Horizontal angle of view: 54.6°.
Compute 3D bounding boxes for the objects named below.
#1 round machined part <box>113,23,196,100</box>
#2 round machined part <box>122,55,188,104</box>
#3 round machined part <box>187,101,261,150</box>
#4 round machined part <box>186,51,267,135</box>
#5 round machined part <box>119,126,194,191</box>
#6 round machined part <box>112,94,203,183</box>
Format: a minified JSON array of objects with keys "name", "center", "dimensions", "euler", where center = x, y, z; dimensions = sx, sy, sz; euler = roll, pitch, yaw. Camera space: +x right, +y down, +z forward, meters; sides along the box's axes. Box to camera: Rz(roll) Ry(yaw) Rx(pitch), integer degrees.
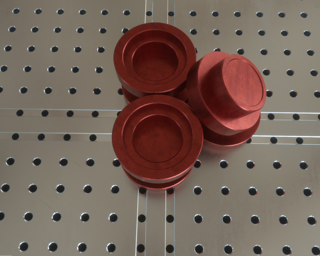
[{"name":"round machined part","center":[-0.006,-0.078,0.386],"dimensions":[0.099,0.042,0.098],"euler":[0,70,0]},{"name":"round machined part","center":[-0.004,-0.064,0.427],"dimensions":[0.099,0.042,0.098],"euler":[0,70,0]},{"name":"round machined part","center":[0.085,-0.023,0.412],"dimensions":[0.099,0.042,0.098],"euler":[0,70,0]},{"name":"round machined part","center":[0.081,-0.044,0.352],"dimensions":[0.099,0.042,0.098],"euler":[12,66,-30]},{"name":"round machined part","center":[-0.003,0.029,0.393],"dimensions":[0.099,0.042,0.098],"euler":[0,70,0]},{"name":"round machined part","center":[-0.003,0.014,0.352],"dimensions":[0.099,0.042,0.098],"euler":[0,70,0]}]
